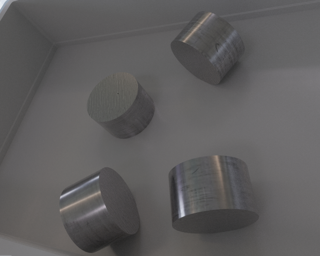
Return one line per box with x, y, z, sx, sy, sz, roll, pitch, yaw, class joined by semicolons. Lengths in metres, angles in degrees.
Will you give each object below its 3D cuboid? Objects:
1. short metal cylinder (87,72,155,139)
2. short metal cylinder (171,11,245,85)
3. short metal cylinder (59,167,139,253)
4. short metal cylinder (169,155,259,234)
-0.055;-0.031;0.438;0.080;0.050;0.080;-13;56;21;short metal cylinder
0.061;-0.102;0.401;0.080;0.080;0.050;34;81;38;short metal cylinder
-0.066;0.091;0.349;0.050;0.080;0.080;-28;52;11;short metal cylinder
0.050;0.068;0.303;0.080;0.080;0.050;-16;55;19;short metal cylinder
